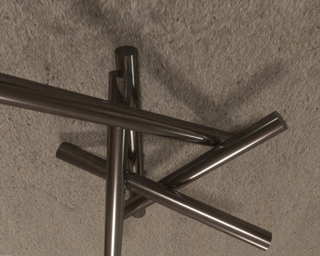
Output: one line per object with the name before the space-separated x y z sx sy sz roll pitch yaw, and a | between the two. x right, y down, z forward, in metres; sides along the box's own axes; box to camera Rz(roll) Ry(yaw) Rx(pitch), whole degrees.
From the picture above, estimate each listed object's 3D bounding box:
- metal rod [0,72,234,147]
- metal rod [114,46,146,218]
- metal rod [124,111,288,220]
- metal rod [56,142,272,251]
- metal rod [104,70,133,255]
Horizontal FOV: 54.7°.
metal rod | -0.018 -0.007 0.337 0.302 0.025 0.025 13 132 -37
metal rod | -0.037 0.030 0.432 0.025 0.025 0.298 0 130 0
metal rod | 0.031 0.067 0.423 0.299 0.025 0.025 -36 122 29
metal rod | -0.001 0.088 0.414 0.301 0.025 0.025 22 129 7
metal rod | -0.057 0.074 0.396 0.025 0.025 0.298 4 118 -4
